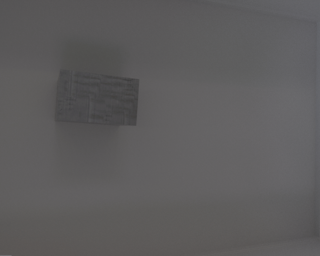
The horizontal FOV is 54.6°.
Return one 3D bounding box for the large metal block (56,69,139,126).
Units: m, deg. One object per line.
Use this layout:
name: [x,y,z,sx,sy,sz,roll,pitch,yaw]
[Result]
large metal block: [-0.075,-0.030,0.353,0.081,0.080,0.050,4,89,-20]
